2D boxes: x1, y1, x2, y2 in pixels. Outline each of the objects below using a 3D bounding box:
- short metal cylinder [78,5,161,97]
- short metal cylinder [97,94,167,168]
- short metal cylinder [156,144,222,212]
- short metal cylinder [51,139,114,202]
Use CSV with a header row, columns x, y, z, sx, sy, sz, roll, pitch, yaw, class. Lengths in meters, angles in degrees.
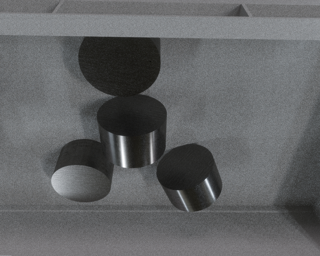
x,y,z,sx,sy,sz,roll,pitch,yaw,class
-0.040,-0.080,0.324,0.081,0.050,0.079,0,130,0,short metal cylinder
-0.033,0.002,0.374,0.081,0.080,0.050,0,130,-1,short metal cylinder
0.042,0.069,0.432,0.080,0.080,0.050,-16,129,12,short metal cylinder
-0.108,0.062,0.444,0.081,0.050,0.079,0,130,0,short metal cylinder
